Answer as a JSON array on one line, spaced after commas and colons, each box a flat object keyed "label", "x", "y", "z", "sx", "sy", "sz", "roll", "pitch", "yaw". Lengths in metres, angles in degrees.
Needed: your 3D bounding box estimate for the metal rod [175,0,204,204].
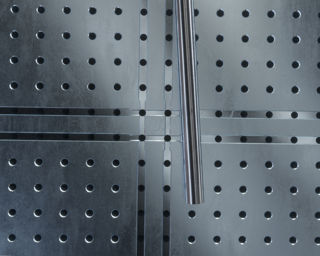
[{"label": "metal rod", "x": 0.039, "y": -0.050, "z": 0.413, "sx": 0.025, "sy": 0.025, "sz": 0.298, "roll": -3, "pitch": 90, "yaw": -1}]
